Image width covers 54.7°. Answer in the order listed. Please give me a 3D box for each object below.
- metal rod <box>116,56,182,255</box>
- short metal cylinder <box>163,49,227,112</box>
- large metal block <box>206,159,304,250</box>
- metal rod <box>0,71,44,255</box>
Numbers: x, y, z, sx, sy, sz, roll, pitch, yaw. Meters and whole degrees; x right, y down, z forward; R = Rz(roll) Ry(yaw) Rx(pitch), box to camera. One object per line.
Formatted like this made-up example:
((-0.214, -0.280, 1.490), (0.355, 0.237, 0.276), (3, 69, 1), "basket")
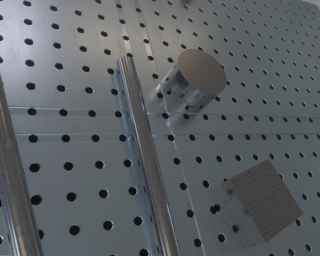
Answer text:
((-0.015, 0.038, 0.376), (0.025, 0.025, 0.299), (0, 62, -29), "metal rod")
((0.051, -0.071, 0.463), (0.081, 0.050, 0.080), (14, 56, -21), "short metal cylinder")
((0.121, 0.096, 0.399), (0.081, 0.050, 0.080), (-17, 71, -35), "large metal block")
((-0.139, 0.061, 0.295), (0.025, 0.025, 0.299), (-10, 67, -32), "metal rod")
